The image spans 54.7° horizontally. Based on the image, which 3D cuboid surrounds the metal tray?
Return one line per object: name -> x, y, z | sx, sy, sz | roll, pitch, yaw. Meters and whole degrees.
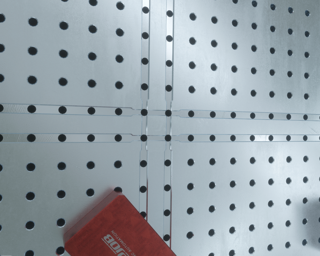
metal tray -> -0.046, 0.157, 0.393 | 0.090, 0.030, 0.130 | -41, 103, -15
